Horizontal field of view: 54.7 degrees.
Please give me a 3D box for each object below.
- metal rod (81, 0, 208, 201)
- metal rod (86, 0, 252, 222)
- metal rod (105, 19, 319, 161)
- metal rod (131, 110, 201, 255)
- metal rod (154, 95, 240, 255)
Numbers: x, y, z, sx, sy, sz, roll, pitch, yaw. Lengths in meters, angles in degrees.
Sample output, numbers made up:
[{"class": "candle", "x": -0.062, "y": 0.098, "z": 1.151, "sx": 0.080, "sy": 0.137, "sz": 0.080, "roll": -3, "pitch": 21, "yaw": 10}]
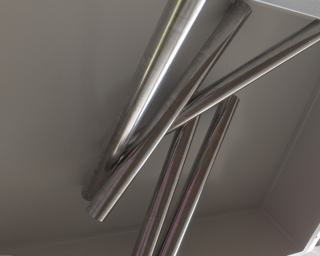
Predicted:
[{"class": "metal rod", "x": -0.035, "y": -0.005, "z": 0.311, "sx": 0.025, "sy": 0.025, "sz": 0.298, "roll": 1, "pitch": 142, "yaw": -29}, {"class": "metal rod", "x": 0.014, "y": -0.024, "z": 0.361, "sx": 0.025, "sy": 0.025, "sz": 0.300, "roll": 39, "pitch": 84, "yaw": -39}, {"class": "metal rod", "x": 0.061, "y": -0.038, "z": 0.379, "sx": 0.300, "sy": 0.025, "sz": 0.025, "roll": -32, "pitch": 130, "yaw": 6}, {"class": "metal rod", "x": 0.000, "y": 0.094, "z": 0.387, "sx": 0.025, "sy": 0.025, "sz": 0.299, "roll": 27, "pitch": 78, "yaw": -37}, {"class": "metal rod", "x": 0.040, "y": 0.089, "z": 0.408, "sx": 0.025, "sy": 0.025, "sz": 0.299, "roll": 35, "pitch": 75, "yaw": -38}]
